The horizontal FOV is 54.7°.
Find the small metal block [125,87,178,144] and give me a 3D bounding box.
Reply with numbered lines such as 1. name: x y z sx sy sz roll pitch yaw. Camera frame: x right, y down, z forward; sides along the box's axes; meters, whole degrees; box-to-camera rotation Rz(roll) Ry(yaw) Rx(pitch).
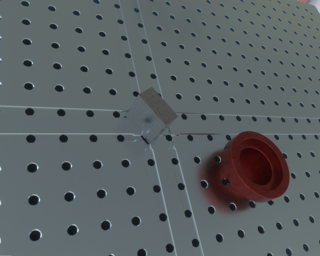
1. small metal block: -0.012 -0.016 0.397 0.050 0.050 0.025 49 51 6

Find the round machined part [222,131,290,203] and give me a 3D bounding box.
1. round machined part: 0.128 0.057 0.434 0.099 0.042 0.098 14 56 -21
